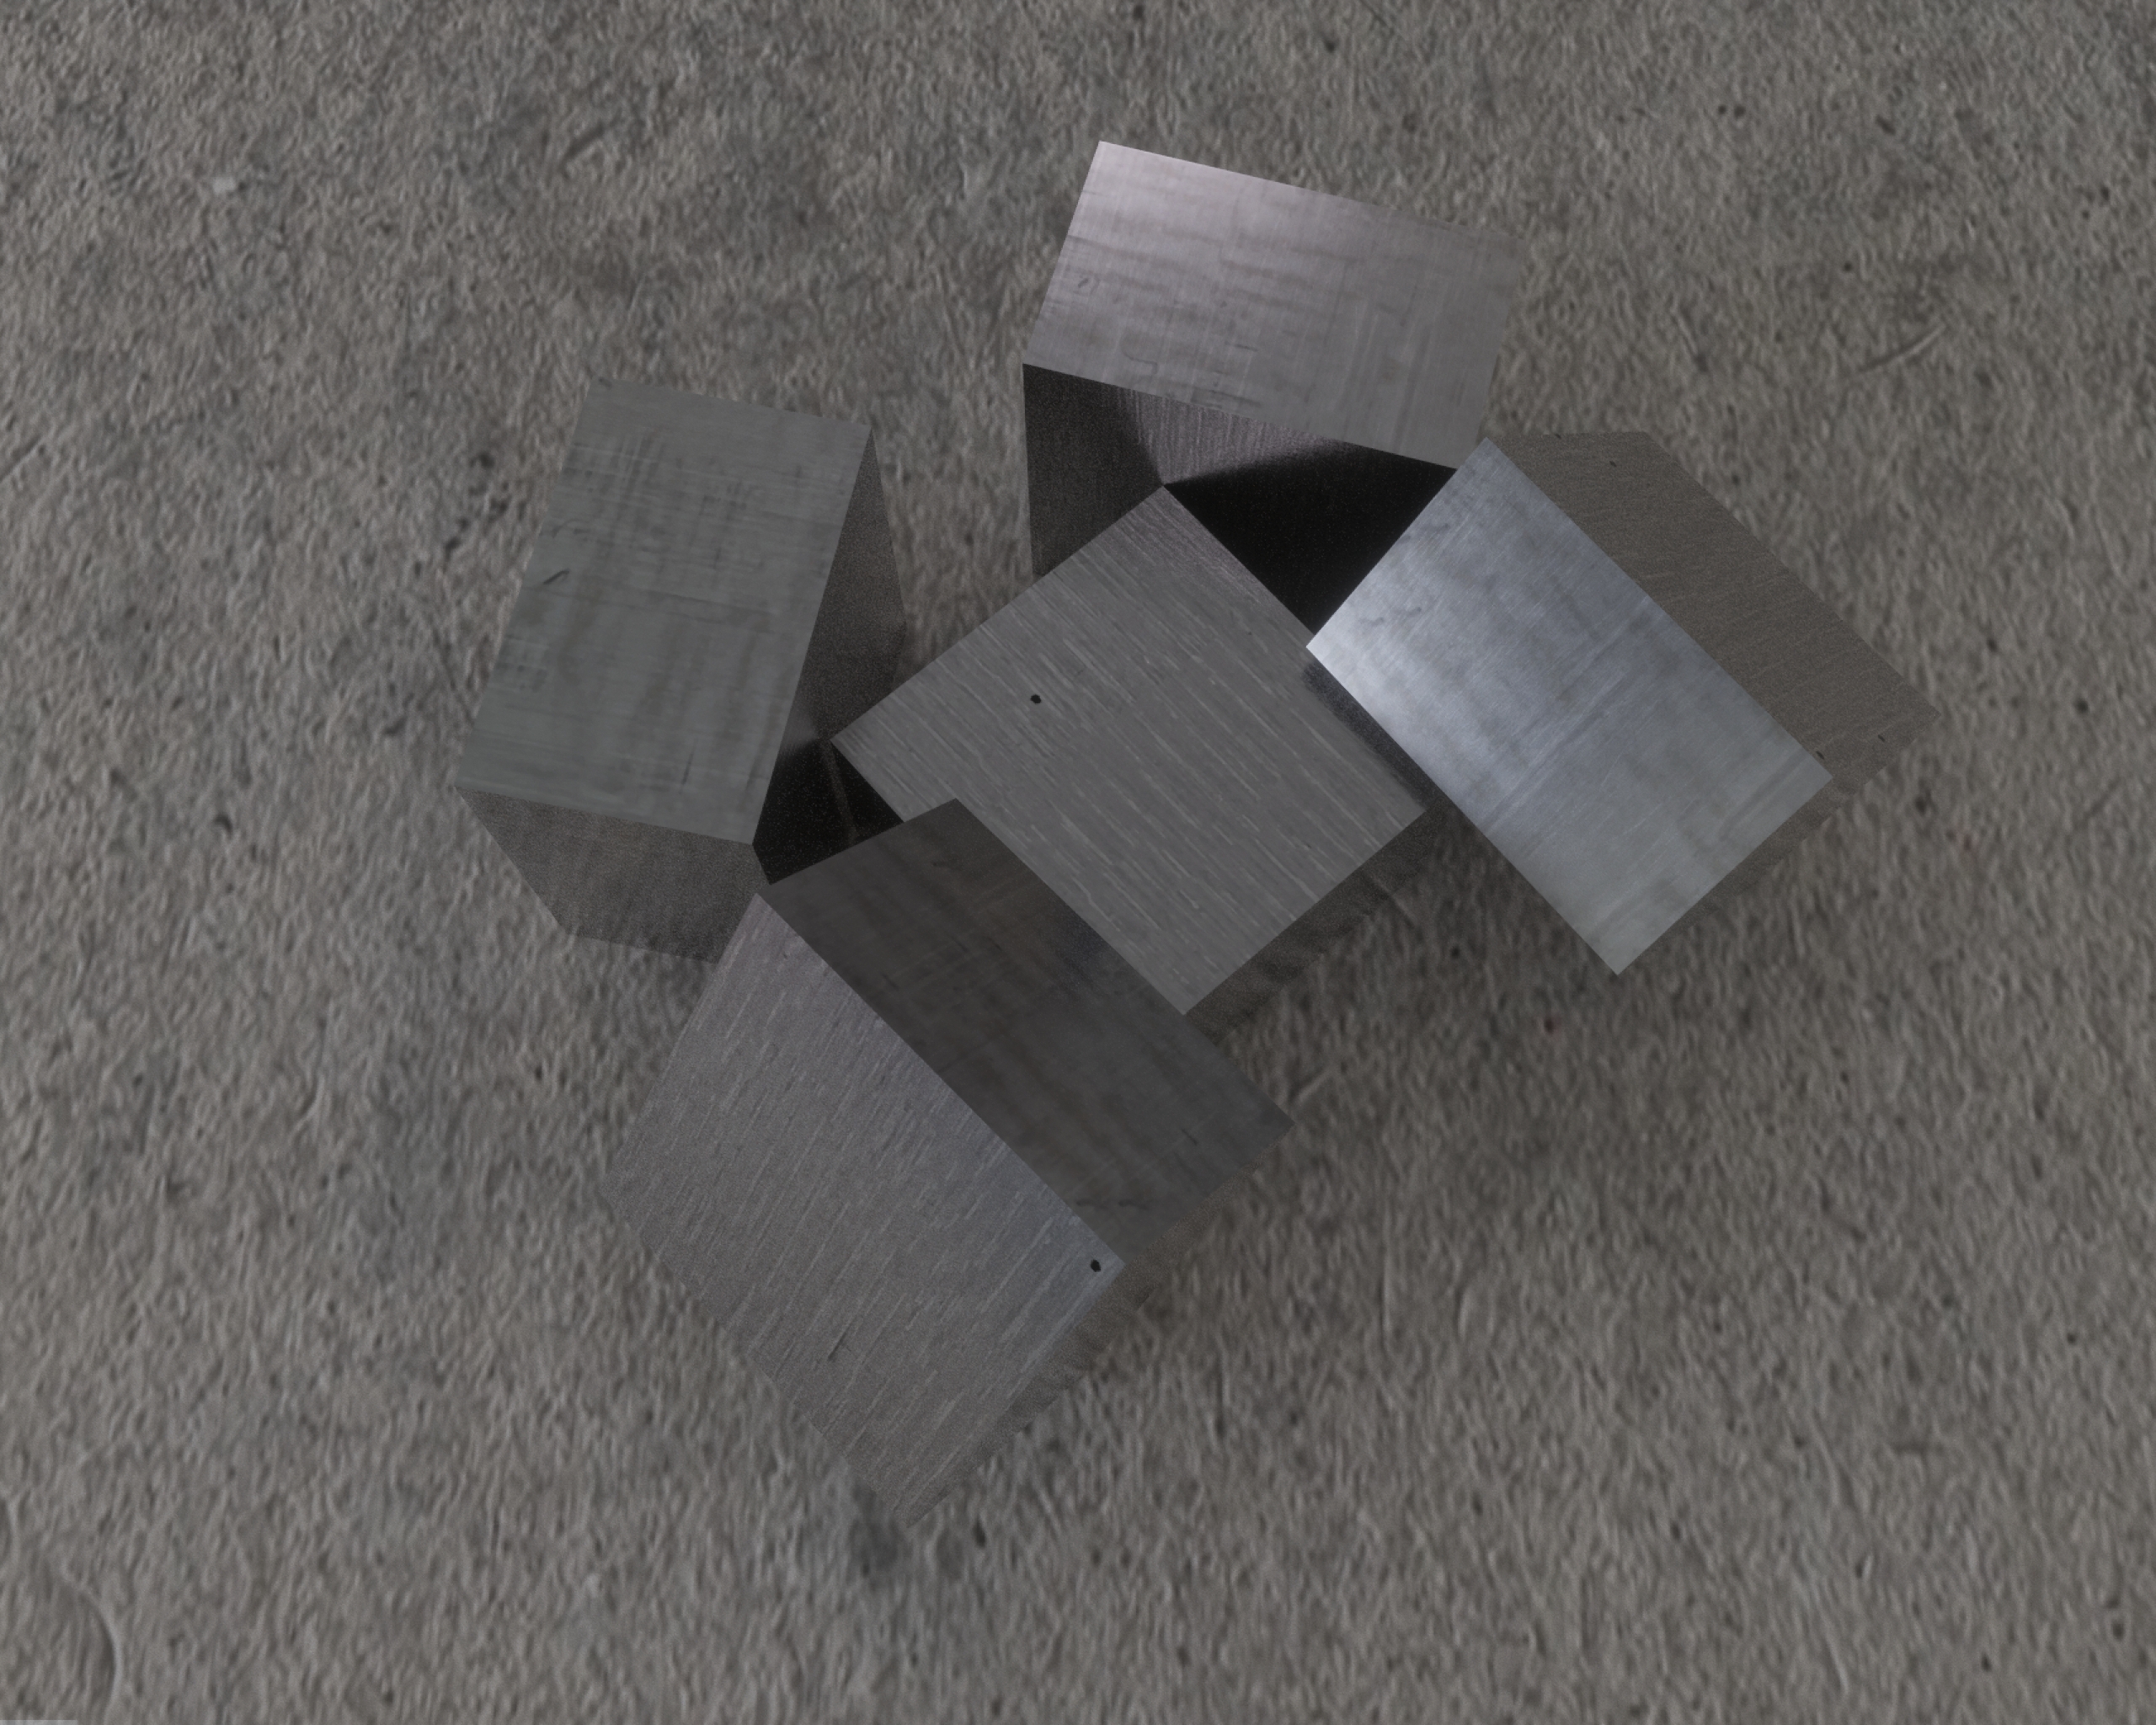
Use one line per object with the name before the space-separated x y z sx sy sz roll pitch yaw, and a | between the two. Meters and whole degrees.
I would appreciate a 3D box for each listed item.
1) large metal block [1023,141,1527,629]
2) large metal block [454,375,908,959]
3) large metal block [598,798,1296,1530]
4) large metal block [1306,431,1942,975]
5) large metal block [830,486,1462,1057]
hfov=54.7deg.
large metal block | 0.036 -0.087 0.411 0.080 0.080 0.050 15 71 5
large metal block | -0.069 -0.031 0.390 0.050 0.080 0.080 11 71 4
large metal block | -0.025 0.050 0.353 0.080 0.079 0.050 44 38 14
large metal block | 0.102 -0.033 0.385 0.080 0.050 0.081 49 32 15
large metal block | 0.012 -0.010 0.398 0.080 0.050 0.080 -39 75 -13
